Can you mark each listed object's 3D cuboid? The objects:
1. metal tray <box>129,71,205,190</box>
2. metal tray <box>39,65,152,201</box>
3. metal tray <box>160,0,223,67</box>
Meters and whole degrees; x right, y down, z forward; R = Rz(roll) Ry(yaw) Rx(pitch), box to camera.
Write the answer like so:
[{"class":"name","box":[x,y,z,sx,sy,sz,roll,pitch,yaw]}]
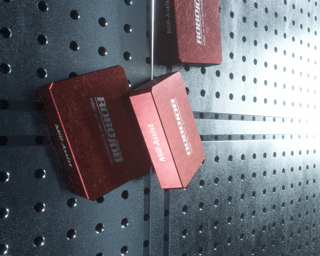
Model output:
[{"class":"metal tray","box":[0.015,0.001,0.396,0.090,0.030,0.129,-42,118,-56]},{"class":"metal tray","box":[-0.067,0.003,0.349,0.091,0.030,0.129,-25,106,-37]},{"class":"metal tray","box":[0.045,-0.155,0.442,0.091,0.030,0.129,-8,95,-40]}]
